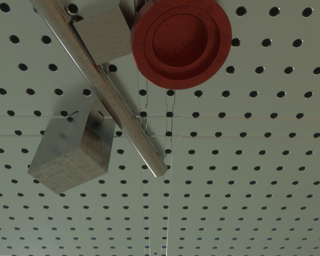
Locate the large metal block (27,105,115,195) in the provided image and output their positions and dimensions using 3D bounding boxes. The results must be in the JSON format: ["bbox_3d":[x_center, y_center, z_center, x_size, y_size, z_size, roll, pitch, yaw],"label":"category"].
[{"bbox_3d":[-0.110,0.027,0.398,0.080,0.080,0.050,-25,126,19],"label":"large metal block"}]

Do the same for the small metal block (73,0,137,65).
[{"bbox_3d":[-0.054,-0.100,0.325,0.050,0.025,0.050,-16,129,13],"label":"small metal block"}]

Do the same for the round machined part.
[{"bbox_3d":[0.019,-0.092,0.316,0.099,0.042,0.097,-6,128,-8],"label":"round machined part"}]

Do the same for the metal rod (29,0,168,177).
[{"bbox_3d":[-0.062,-0.040,0.376,0.025,0.025,0.299,-19,128,15],"label":"metal rod"}]
